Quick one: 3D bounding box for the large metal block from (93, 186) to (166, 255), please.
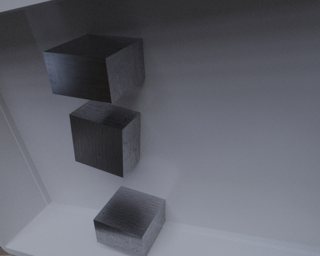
[{"bbox_3d":[-0.044,0.145,0.484,0.080,0.080,0.050,13,124,21],"label":"large metal block"}]

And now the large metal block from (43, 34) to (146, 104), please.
[{"bbox_3d":[-0.073,-0.073,0.364,0.080,0.080,0.050,11,123,22],"label":"large metal block"}]

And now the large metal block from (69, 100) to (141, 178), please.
[{"bbox_3d":[-0.075,0.013,0.439,0.080,0.050,0.079,16,125,19],"label":"large metal block"}]
